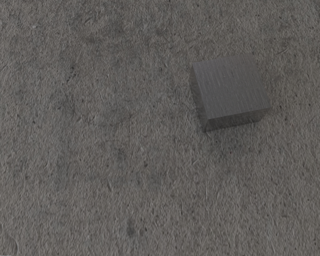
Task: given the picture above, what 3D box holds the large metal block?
[{"bbox_3d":[0.089,-0.046,0.412,0.080,0.050,0.080,-11,70,-4],"label":"large metal block"}]
